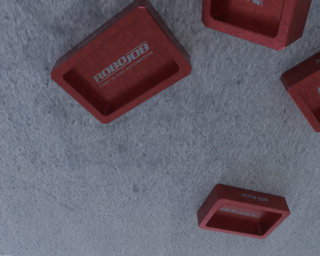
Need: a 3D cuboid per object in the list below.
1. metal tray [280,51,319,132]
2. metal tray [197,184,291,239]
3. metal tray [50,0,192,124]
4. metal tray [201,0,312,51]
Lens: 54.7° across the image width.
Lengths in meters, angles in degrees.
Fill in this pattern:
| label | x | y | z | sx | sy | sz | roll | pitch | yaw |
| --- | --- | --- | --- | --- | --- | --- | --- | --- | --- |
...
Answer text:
| label | x | y | z | sx | sy | sz | roll | pitch | yaw |
| --- | --- | --- | --- | --- | --- | --- | --- | --- | --- |
| metal tray | 0.221 | -0.059 | 0.357 | 0.130 | 0.030 | 0.090 | -33 | 123 | 24 |
| metal tray | 0.140 | 0.145 | 0.529 | 0.131 | 0.030 | 0.089 | 13 | 129 | -12 |
| metal tray | -0.042 | -0.068 | 0.345 | 0.130 | 0.030 | 0.090 | -29 | 125 | 22 |
| metal tray | 0.080 | -0.139 | 0.250 | 0.030 | 0.090 | 0.129 | -34 | 139 | -31 |
